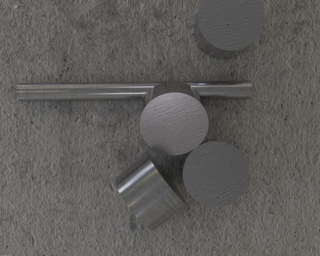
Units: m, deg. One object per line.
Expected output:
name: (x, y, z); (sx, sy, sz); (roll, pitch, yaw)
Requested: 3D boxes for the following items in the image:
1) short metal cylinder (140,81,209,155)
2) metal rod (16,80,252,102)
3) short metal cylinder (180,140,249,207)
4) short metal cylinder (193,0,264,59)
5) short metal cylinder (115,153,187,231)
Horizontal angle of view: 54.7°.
short metal cylinder: (0.016, -0.013, 0.384); (0.081, 0.050, 0.079); (0, 114, 0)
metal rod: (-0.032, -0.049, 0.409); (0.302, 0.025, 0.025); (-1, 90, -1)
short metal cylinder: (0.068, 0.055, 0.398); (0.081, 0.050, 0.080); (0, 90, 0)
short metal cylinder: (0.086, -0.133, 0.398); (0.081, 0.050, 0.080); (0, 90, 0)
short metal cylinder: (-0.011, 0.078, 0.383); (0.050, 0.080, 0.080); (-38, 90, 0)
